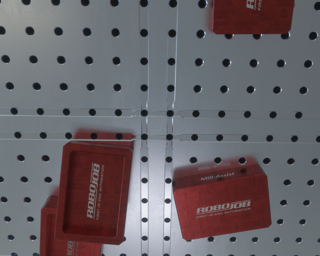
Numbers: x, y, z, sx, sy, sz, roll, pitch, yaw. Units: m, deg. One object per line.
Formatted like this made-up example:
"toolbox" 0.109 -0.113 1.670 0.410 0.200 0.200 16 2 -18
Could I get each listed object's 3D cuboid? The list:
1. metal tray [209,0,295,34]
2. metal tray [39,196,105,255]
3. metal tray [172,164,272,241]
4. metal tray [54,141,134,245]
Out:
"metal tray" 0.104 -0.173 0.348 0.090 0.030 0.129 0 110 0
"metal tray" -0.132 0.172 0.472 0.090 0.030 0.129 8 110 -3
"metal tray" 0.090 0.109 0.452 0.131 0.030 0.090 -11 110 3
"metal tray" -0.088 0.087 0.421 0.091 0.030 0.129 6 93 -3
